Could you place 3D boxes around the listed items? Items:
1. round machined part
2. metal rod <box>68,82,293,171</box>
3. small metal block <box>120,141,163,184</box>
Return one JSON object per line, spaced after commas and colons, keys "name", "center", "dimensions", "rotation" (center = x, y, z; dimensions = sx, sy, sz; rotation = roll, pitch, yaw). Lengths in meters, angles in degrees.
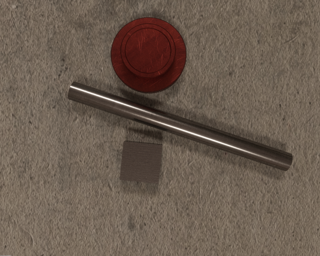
{"name": "round machined part", "center": [-0.015, -0.095, 0.401], "dimensions": [0.099, 0.042, 0.097], "rotation": [0, 90, -1]}
{"name": "metal rod", "center": [0.027, -0.002, 0.410], "dimensions": [0.302, 0.025, 0.025], "rotation": [18, 90, -1]}
{"name": "small metal block", "center": [-0.024, 0.044, 0.410], "dimensions": [0.050, 0.025, 0.050], "rotation": [6, 90, -1]}
